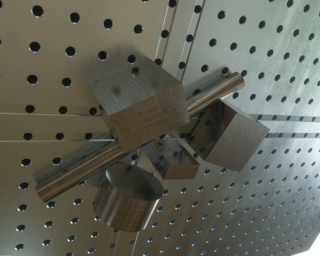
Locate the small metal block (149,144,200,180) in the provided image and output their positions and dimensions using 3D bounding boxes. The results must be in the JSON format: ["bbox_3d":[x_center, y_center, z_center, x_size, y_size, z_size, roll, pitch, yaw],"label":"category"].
[{"bbox_3d":[0.020,0.048,0.437,0.050,0.050,0.025,5,116,-31],"label":"small metal block"}]

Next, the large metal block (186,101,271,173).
[{"bbox_3d":[0.100,0.012,0.456,0.080,0.050,0.080,21,107,-36],"label":"large metal block"}]

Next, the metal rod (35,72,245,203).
[{"bbox_3d":[-0.018,0.007,0.406,0.301,0.025,0.025,-30,129,-9],"label":"metal rod"}]

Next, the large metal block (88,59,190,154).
[{"bbox_3d":[-0.025,-0.028,0.347,0.080,0.080,0.050,-25,128,-13],"label":"large metal block"}]

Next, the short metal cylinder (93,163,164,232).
[{"bbox_3d":[-0.042,0.090,0.409,0.081,0.080,0.050,12,112,-34],"label":"short metal cylinder"}]
